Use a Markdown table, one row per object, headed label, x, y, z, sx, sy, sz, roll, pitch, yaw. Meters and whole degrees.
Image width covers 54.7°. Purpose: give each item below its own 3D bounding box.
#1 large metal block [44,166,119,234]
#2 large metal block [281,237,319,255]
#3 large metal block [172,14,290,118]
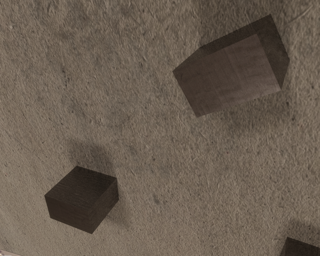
| label | x | y | z | sx | sy | sz | roll | pitch | yaw |
| --- | --- | --- | --- | --- | --- | --- | --- | --- | --- |
| large metal block | -0.124 | 0.114 | 0.505 | 0.080 | 0.080 | 0.050 | 13 | 124 | 21 |
| large metal block | 0.199 | 0.204 | 0.412 | 0.080 | 0.050 | 0.079 | 15 | 125 | 19 |
| large metal block | 0.071 | -0.060 | 0.296 | 0.080 | 0.080 | 0.050 | -18 | 109 | 35 |
